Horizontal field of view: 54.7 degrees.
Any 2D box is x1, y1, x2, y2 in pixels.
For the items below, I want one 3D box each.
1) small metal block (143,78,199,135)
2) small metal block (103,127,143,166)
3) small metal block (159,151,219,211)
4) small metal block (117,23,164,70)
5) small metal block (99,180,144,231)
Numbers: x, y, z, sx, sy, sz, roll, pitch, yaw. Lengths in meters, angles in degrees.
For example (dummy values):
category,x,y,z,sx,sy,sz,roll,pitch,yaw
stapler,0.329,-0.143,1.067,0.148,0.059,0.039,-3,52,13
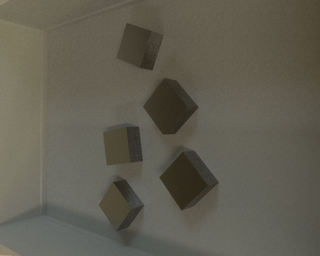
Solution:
category,x,y,z,sx,sy,sz,roll,pitch,yaw
small metal block,0.013,-0.027,0.396,0.050,0.025,0.050,-50,61,28
small metal block,-0.054,0.027,0.452,0.050,0.025,0.050,-12,83,39
small metal block,0.034,0.063,0.379,0.050,0.025,0.050,-51,60,28
small metal block,-0.028,-0.113,0.430,0.050,0.025,0.050,30,109,36
small metal block,-0.057,0.113,0.454,0.050,0.025,0.050,47,118,29
